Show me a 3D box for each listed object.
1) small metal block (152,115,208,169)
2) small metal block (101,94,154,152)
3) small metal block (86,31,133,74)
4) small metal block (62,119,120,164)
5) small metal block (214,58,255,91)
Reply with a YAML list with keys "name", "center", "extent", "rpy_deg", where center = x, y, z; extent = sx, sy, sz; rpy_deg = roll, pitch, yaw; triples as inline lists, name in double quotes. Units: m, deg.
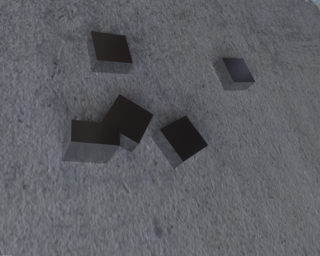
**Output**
- name: "small metal block"
  center: [0.026, 0.018, 0.409]
  extent: [0.050, 0.025, 0.050]
  rpy_deg: [-28, 78, -38]
- name: "small metal block"
  center: [-0.043, -0.006, 0.386]
  extent: [0.050, 0.025, 0.050]
  rpy_deg: [31, 51, -9]
- name: "small metal block"
  center: [-0.071, -0.104, 0.430]
  extent: [0.050, 0.025, 0.050]
  rpy_deg: [-2, 63, -29]
- name: "small metal block"
  center: [-0.076, 0.017, 0.338]
  extent: [0.050, 0.050, 0.025]
  rpy_deg: [7, 59, -25]
- name: "small metal block"
  center: [0.127, -0.092, 0.531]
  extent: [0.050, 0.025, 0.050]
  rpy_deg: [-6, 65, -31]
